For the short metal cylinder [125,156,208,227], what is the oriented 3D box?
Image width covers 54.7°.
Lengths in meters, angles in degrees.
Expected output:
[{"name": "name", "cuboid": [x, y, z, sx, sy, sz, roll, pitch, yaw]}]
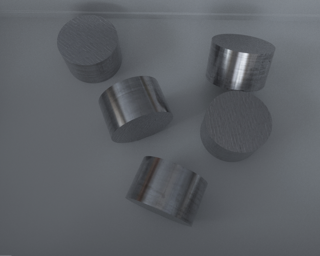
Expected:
[{"name": "short metal cylinder", "cuboid": [0.008, 0.072, 0.354, 0.080, 0.080, 0.050, 22, 72, 8]}]

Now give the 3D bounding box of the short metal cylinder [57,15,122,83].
[{"name": "short metal cylinder", "cuboid": [-0.097, -0.110, 0.436, 0.081, 0.050, 0.080, 0, 70, 0]}]

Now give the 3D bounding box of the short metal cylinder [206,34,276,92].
[{"name": "short metal cylinder", "cuboid": [0.104, -0.088, 0.409, 0.081, 0.050, 0.080, 4, 33, -2]}]

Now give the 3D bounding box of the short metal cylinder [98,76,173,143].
[{"name": "short metal cylinder", "cuboid": [-0.030, -0.021, 0.388, 0.080, 0.080, 0.050, -20, 72, -7]}]

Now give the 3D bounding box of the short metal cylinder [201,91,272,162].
[{"name": "short metal cylinder", "cuboid": [0.095, -0.001, 0.397, 0.081, 0.050, 0.080, 0, 71, 0]}]
